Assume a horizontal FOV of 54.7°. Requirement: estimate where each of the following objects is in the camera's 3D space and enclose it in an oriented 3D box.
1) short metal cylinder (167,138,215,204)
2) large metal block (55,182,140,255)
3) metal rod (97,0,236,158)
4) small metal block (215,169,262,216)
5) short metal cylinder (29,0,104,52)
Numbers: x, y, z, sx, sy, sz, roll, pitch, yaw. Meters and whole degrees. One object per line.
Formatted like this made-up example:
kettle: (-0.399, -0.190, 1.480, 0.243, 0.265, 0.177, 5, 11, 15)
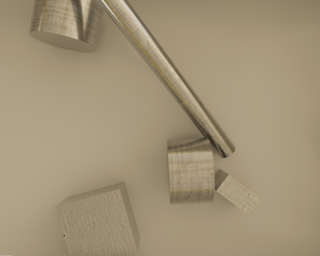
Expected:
short metal cylinder: (0.035, 0.053, 0.385, 0.050, 0.080, 0.079, -3, 90, 0)
large metal block: (-0.077, 0.122, 0.398, 0.080, 0.050, 0.080, -15, 90, -1)
metal rod: (0.001, -0.073, 0.354, 0.025, 0.025, 0.300, -41, 114, 0)
small metal block: (0.096, 0.081, 0.400, 0.050, 0.050, 0.025, 37, 90, -1)
short metal cylinder: (-0.114, -0.130, 0.382, 0.080, 0.080, 0.050, 11, 90, -1)
